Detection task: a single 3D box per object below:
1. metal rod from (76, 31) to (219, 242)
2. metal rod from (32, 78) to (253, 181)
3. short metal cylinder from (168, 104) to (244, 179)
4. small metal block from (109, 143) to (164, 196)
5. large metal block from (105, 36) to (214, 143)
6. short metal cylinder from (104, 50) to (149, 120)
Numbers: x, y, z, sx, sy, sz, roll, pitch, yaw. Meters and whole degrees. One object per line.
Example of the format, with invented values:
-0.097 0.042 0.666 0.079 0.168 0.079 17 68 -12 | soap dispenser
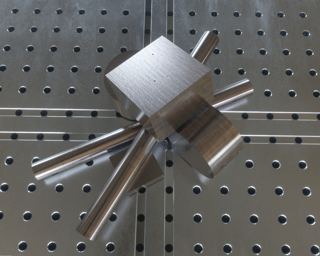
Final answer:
-0.005 -0.004 0.383 0.025 0.025 0.300 29 72 10 | metal rod
-0.016 -0.001 0.408 0.302 0.025 0.025 -22 72 -8 | metal rod
0.053 0.015 0.374 0.050 0.080 0.080 -42 75 -13 | short metal cylinder
-0.029 0.050 0.389 0.050 0.025 0.050 -26 72 -10 | small metal block
0.001 -0.045 0.344 0.080 0.050 0.080 -38 57 -12 | large metal block
-0.031 -0.057 0.415 0.081 0.050 0.080 0 70 0 | short metal cylinder
